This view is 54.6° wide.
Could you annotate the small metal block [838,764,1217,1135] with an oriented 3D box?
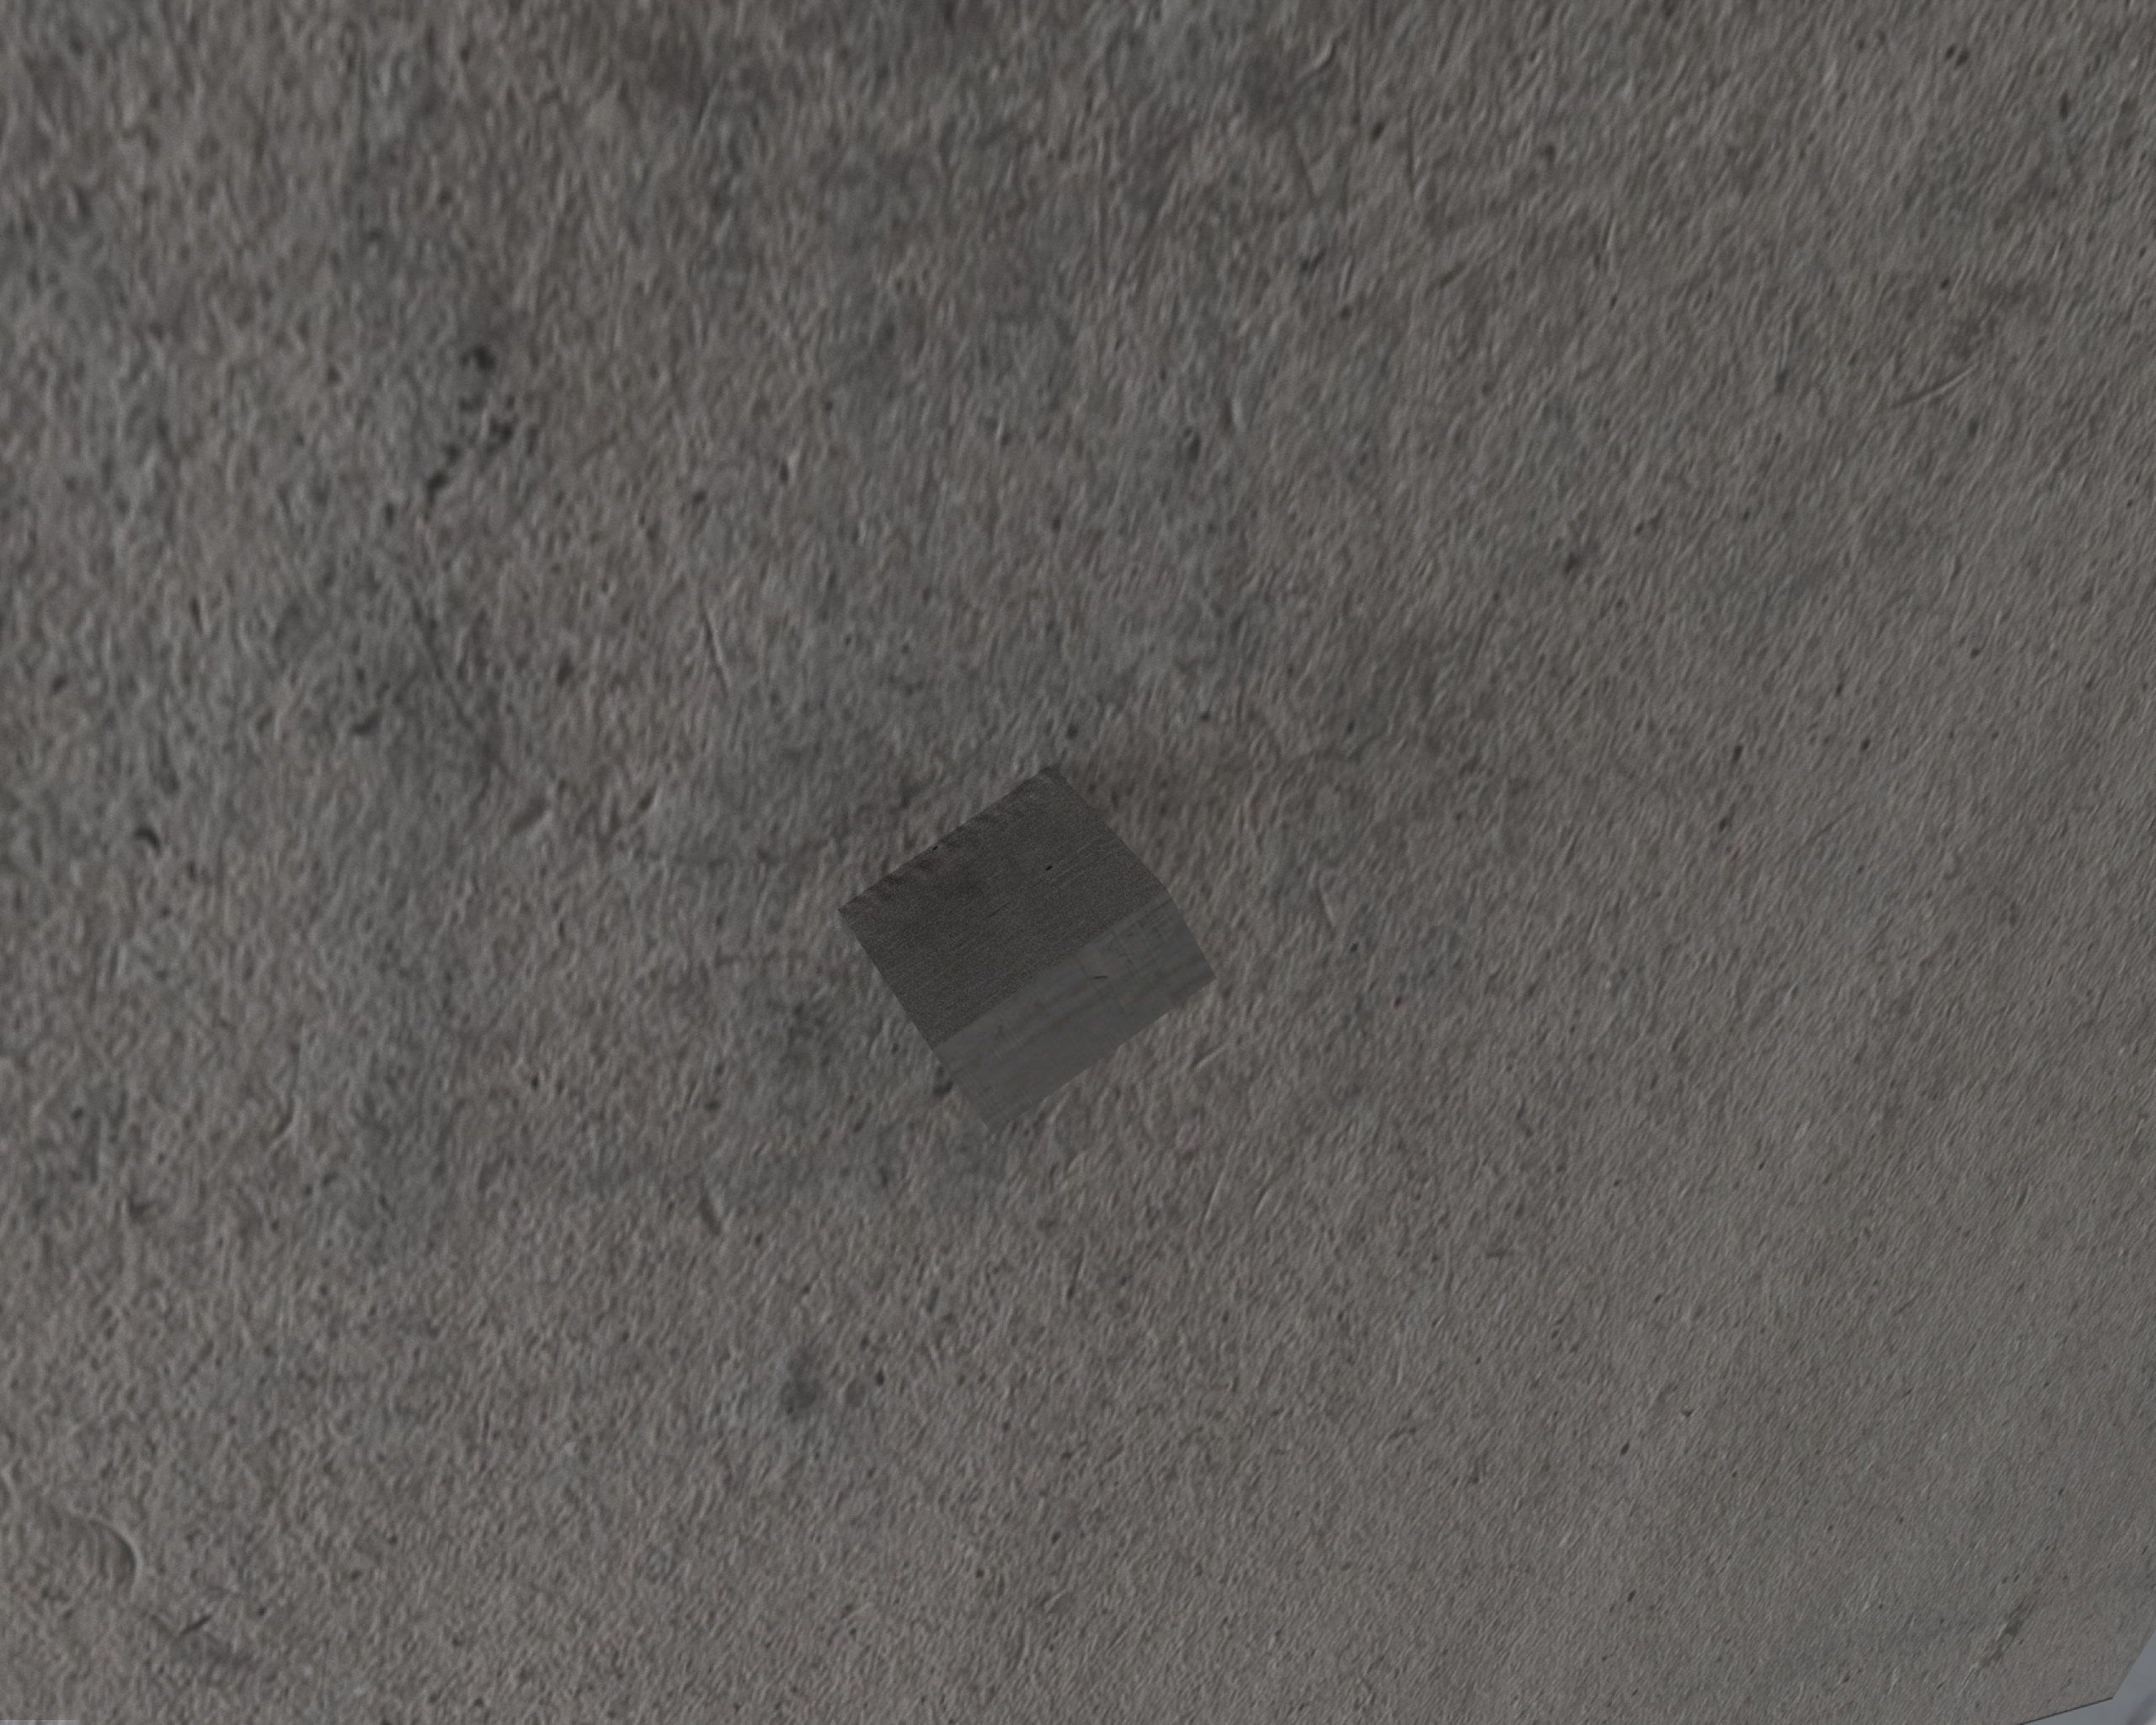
[{"bbox_3d":[-0.010,0.015,0.394,0.050,0.050,0.025,-35,129,-6],"label":"small metal block"}]
